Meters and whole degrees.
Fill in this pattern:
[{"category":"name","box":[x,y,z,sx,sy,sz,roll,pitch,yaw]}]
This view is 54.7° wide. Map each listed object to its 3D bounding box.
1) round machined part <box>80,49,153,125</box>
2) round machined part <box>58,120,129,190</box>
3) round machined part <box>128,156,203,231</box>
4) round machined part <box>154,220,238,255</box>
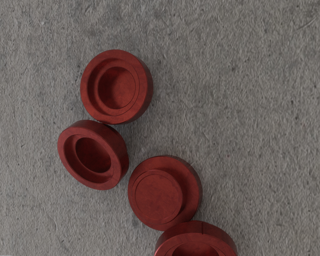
[{"category":"round machined part","box":[-0.054,-0.053,0.419,0.098,0.042,0.097,0,90,20]},{"category":"round machined part","box":[-0.084,0.032,0.416,0.098,0.042,0.097,13,123,21]},{"category":"round machined part","box":[0.002,0.085,0.399,0.098,0.042,0.097,0,90,20]},{"category":"round machined part","box":[0.043,0.151,0.372,0.099,0.042,0.097,2,112,5]}]
